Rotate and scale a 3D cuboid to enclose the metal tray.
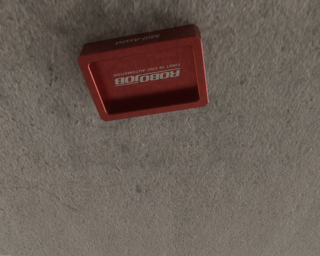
[{"bbox_3d":[-0.015,-0.059,0.353,0.131,0.030,0.090,-8,130,7],"label":"metal tray"}]
